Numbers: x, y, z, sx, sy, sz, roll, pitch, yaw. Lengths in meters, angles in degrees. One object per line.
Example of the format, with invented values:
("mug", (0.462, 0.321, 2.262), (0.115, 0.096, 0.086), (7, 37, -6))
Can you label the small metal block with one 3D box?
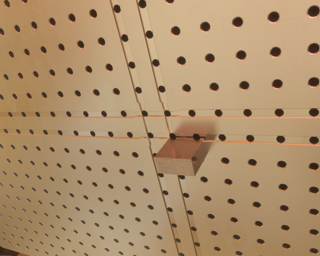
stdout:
("small metal block", (0.028, 0.036, 0.403), (0.050, 0.050, 0.025), (1, 119, 28))
